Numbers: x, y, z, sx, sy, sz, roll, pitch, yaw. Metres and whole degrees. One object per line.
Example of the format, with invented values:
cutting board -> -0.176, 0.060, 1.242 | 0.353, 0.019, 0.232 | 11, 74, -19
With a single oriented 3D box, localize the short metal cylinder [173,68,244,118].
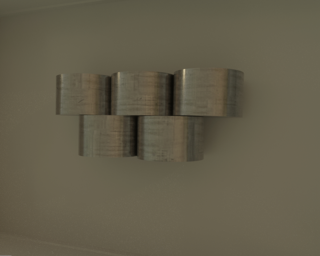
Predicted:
short metal cylinder -> 0.055, -0.038, 0.360 | 0.080, 0.080, 0.050 | 2, 91, 20

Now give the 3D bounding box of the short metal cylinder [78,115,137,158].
short metal cylinder -> -0.064, 0.009, 0.402 | 0.080, 0.080, 0.050 | 1, 91, 20

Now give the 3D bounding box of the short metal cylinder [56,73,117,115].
short metal cylinder -> -0.097, -0.042, 0.414 | 0.080, 0.080, 0.050 | 1, 91, 20

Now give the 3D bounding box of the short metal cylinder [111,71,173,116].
short metal cylinder -> -0.021, -0.040, 0.387 | 0.080, 0.080, 0.050 | 1, 91, 20

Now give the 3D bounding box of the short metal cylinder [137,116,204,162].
short metal cylinder -> 0.013, 0.011, 0.375 | 0.080, 0.080, 0.050 | 1, 91, 20
